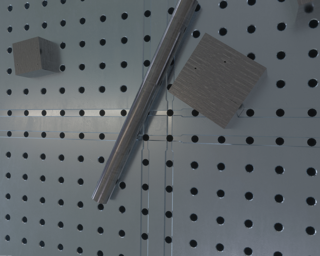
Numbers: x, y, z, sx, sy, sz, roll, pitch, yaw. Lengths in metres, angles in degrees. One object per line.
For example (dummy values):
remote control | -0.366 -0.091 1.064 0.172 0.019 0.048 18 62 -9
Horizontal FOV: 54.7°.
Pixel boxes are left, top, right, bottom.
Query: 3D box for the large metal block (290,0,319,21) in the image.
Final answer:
large metal block | 0.180 -0.175 0.336 0.080 0.050 0.080 -15 85 19

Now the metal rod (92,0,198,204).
metal rod | -0.024 -0.032 0.420 0.025 0.025 0.298 27 99 18

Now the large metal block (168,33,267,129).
large metal block | 0.071 -0.054 0.374 0.080 0.050 0.080 36 101 16

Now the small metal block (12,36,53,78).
small metal block | -0.198 -0.109 0.483 0.050 0.025 0.050 -8 87 19
